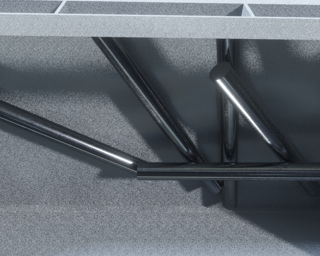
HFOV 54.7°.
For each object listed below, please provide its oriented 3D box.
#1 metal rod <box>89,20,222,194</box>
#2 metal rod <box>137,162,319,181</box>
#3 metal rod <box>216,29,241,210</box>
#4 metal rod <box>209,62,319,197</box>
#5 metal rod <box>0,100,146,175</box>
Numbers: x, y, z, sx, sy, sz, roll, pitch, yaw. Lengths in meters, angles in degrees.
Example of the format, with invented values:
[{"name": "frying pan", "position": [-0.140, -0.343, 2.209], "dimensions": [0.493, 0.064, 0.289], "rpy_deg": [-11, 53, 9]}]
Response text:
[{"name": "metal rod", "position": [0.011, -0.005, 0.404], "dimensions": [0.025, 0.025, 0.300], "rpy_deg": [-24, 127, 19]}, {"name": "metal rod", "position": [0.120, 0.058, 0.417], "dimensions": [0.302, 0.025, 0.025], "rpy_deg": [-1, 130, 6]}, {"name": "metal rod", "position": [0.094, 0.013, 0.420], "dimensions": [0.025, 0.025, 0.298], "rpy_deg": [-7, 130, 5]}, {"name": "metal rod", "position": [0.154, 0.020, 0.408], "dimensions": [0.025, 0.025, 0.301], "rpy_deg": [-31, 130, 24]}, {"name": "metal rod", "position": [-0.145, 0.004, 0.411], "dimensions": [0.302, 0.025, 0.025], "rpy_deg": [25, 126, -20]}]
